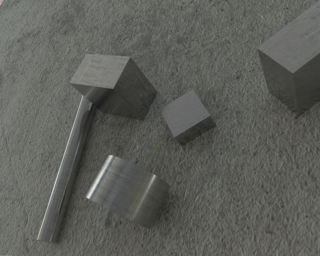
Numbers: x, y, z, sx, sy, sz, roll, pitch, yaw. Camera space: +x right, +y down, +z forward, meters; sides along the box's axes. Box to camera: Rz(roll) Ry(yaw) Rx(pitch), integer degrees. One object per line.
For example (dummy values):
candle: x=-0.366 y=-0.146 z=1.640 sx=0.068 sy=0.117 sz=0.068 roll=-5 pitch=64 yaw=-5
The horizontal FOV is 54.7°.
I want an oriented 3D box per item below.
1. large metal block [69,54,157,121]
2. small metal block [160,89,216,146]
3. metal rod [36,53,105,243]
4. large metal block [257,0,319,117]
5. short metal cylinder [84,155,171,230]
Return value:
large metal block: x=-0.063 y=-0.057 z=0.437 sx=0.080 sy=0.080 sz=0.050 roll=12 pitch=68 yaw=33
small metal block: x=0.035 y=-0.013 z=0.394 sx=0.050 sy=0.025 sz=0.050 roll=-32 pitch=52 yaw=7
metal rod: x=-0.121 y=0.012 z=0.459 sx=0.025 sy=0.025 sz=0.300 roll=-5 pitch=59 yaw=26
large metal block: x=0.159 y=-0.072 z=0.329 sx=0.080 sy=0.080 sz=0.050 roll=-38 pitch=51 yaw=3
short metal cylinder: x=-0.035 y=0.071 z=0.344 sx=0.080 sy=0.080 sz=0.050 roll=15 pitch=70 yaw=34
